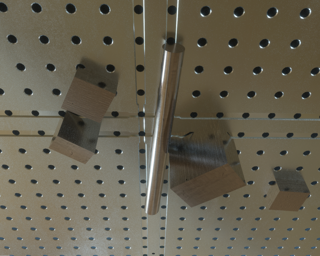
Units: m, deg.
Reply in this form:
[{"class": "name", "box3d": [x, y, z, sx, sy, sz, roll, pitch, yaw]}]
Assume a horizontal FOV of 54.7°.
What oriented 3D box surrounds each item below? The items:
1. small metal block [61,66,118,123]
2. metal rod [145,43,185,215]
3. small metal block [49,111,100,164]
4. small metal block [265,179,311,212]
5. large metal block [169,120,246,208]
[{"class": "small metal block", "box3d": [-0.086, -0.040, 0.377, 0.050, 0.025, 0.050, 22, 127, -19]}, {"class": "metal rod", "box3d": [0.000, 0.025, 0.433, 0.025, 0.025, 0.298, 4, 130, -4]}, {"class": "small metal block", "box3d": [-0.110, 0.012, 0.404, 0.050, 0.050, 0.025, 29, 124, -23]}, {"class": "small metal block", "box3d": [0.208, 0.111, 0.510, 0.050, 0.025, 0.050, 5, 130, -5]}, {"class": "large metal block", "box3d": [0.060, 0.048, 0.418, 0.080, 0.080, 0.050, -28, 125, 21]}]
